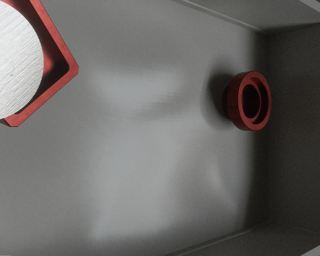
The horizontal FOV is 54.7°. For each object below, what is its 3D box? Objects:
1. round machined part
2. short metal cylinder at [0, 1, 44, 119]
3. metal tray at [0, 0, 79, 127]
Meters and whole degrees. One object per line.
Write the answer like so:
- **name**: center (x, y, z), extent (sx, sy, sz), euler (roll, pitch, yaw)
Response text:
- **round machined part**: center (0.141, -0.044, 0.517), extent (0.099, 0.042, 0.097), euler (0, 90, -40)
- **short metal cylinder**: center (-0.131, -0.048, 0.214), extent (0.081, 0.050, 0.079), euler (-23, 120, -47)
- **metal tray**: center (-0.137, -0.076, 0.264), extent (0.090, 0.030, 0.130), euler (-51, 138, -28)
